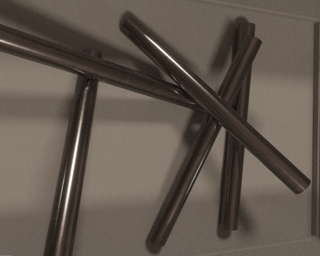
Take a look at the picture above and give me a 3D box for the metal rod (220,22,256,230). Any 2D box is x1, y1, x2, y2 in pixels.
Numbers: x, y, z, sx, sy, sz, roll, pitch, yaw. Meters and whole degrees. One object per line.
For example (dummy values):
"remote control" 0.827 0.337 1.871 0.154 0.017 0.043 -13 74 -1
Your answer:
"metal rod" 0.114 -0.004 0.454 0.025 0.025 0.298 6 88 -20

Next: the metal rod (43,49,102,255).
"metal rod" -0.089 0.044 0.315 0.025 0.025 0.299 13 62 -20

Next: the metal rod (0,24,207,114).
"metal rod" -0.052 -0.061 0.359 0.302 0.025 0.025 14 85 -32

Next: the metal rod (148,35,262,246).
"metal rod" 0.060 0.015 0.414 0.025 0.025 0.299 26 89 -19

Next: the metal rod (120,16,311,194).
"metal rod" 0.067 -0.030 0.389 0.300 0.025 0.025 43 76 3
